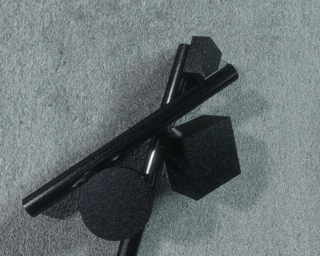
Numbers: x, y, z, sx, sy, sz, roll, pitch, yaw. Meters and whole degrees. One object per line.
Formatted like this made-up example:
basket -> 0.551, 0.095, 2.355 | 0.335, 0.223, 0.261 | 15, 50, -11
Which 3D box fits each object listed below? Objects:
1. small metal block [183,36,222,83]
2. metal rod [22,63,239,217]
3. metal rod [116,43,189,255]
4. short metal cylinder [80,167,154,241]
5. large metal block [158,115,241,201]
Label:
small metal block -> 0.058, -0.089, 0.419 | 0.050, 0.025, 0.050 | 25, 79, -59
metal rod -> -0.028, 0.009, 0.382 | 0.301, 0.025, 0.025 | -34, 102, -10
metal rod -> -0.004, 0.033, 0.408 | 0.025, 0.025, 0.299 | 18, 84, -19
short metal cylinder -> -0.048, 0.086, 0.366 | 0.080, 0.050, 0.080 | 0, 84, 0
large metal block -> 0.053, 0.034, 0.401 | 0.081, 0.050, 0.080 | -23, 107, -31
